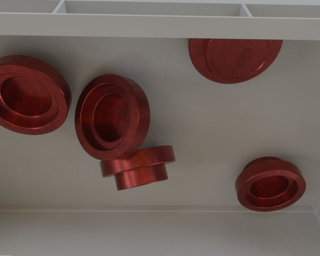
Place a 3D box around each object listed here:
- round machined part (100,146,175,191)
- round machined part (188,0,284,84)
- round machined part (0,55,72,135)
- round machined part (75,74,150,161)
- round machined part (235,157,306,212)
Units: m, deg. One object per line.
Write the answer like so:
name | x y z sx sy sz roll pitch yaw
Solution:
round machined part | -0.027 0.055 0.410 0.099 0.042 0.098 -13 171 -2
round machined part | 0.080 -0.087 0.325 0.099 0.042 0.097 -1 130 0
round machined part | -0.153 -0.041 0.360 0.099 0.042 0.097 -1 130 0
round machined part | -0.051 -0.012 0.364 0.098 0.098 0.042 -37 158 26
round machined part | 0.163 0.081 0.470 0.099 0.042 0.097 -1 130 0
